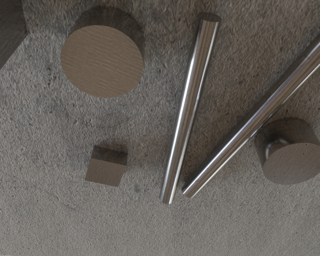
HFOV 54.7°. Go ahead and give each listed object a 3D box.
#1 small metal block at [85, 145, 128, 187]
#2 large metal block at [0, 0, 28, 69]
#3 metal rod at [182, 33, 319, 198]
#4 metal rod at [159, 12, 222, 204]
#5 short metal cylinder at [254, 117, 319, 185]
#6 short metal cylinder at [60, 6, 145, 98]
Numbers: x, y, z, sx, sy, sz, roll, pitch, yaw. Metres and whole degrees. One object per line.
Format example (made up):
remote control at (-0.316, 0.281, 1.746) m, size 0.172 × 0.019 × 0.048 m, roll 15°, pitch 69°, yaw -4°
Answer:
small metal block at (-0.079, 0.057, 0.455) m, size 0.050 × 0.025 × 0.050 m, roll 15°, pitch 129°, yaw -12°
large metal block at (-0.164, -0.108, 0.278) m, size 0.050 × 0.080 × 0.079 m, roll 5°, pitch 130°, yaw -4°
metal rod at (0.115, 0.001, 0.408) m, size 0.025 × 0.025 × 0.298 m, roll 22°, pitch 127°, yaw -18°
metal rod at (0.030, 0.001, 0.408) m, size 0.025 × 0.025 × 0.298 m, roll 6°, pitch 130°, yaw -5°
short metal cylinder at (0.175, 0.032, 0.420) m, size 0.081 × 0.050 × 0.079 m, roll 0°, pitch 130°, yaw 0°
short metal cylinder at (-0.057, -0.078, 0.324) m, size 0.081 × 0.050 × 0.079 m, roll 0°, pitch 130°, yaw 0°
